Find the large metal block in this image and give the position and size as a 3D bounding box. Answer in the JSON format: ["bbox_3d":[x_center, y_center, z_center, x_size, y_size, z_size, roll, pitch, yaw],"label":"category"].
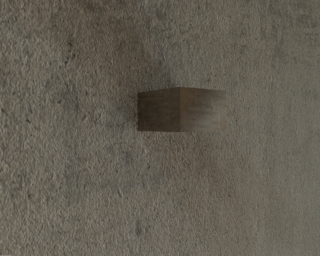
[{"bbox_3d":[0.027,-0.022,0.395,0.081,0.080,0.050,-2,92,-40],"label":"large metal block"}]
